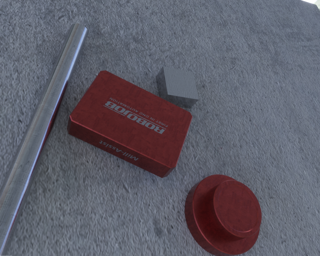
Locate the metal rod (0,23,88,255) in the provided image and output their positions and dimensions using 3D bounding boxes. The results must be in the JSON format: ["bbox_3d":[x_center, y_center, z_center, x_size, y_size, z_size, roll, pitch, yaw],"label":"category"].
[{"bbox_3d":[-0.128,-0.011,0.341,0.025,0.025,0.300,20,54,-17],"label":"metal rod"}]

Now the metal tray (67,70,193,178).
[{"bbox_3d":[-0.033,-0.007,0.379,0.131,0.030,0.090,26,52,-5],"label":"metal tray"}]

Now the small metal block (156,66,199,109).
[{"bbox_3d":[0.025,-0.059,0.455,0.050,0.025,0.050,7,59,-25],"label":"small metal block"}]

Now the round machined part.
[{"bbox_3d":[0.083,0.102,0.377,0.099,0.042,0.098,14,56,-21],"label":"round machined part"}]

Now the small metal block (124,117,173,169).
[{"bbox_3d":[-0.015,0.018,0.386,0.050,0.025,0.050,32,51,-8],"label":"small metal block"}]
